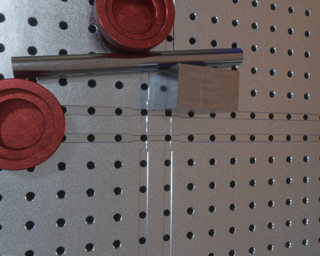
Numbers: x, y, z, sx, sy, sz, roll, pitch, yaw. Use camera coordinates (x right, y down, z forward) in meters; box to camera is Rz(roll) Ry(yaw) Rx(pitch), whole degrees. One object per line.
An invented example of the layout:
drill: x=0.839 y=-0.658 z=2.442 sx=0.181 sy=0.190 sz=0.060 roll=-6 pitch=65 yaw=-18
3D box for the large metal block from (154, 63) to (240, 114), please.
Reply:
large metal block: x=0.044 y=-0.047 z=0.400 sx=0.081 sy=0.080 sz=0.050 roll=3 pitch=89 yaw=-20

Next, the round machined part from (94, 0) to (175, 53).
round machined part: x=-0.034 y=-0.143 z=0.391 sx=0.099 sy=0.042 sz=0.097 roll=0 pitch=90 yaw=-20

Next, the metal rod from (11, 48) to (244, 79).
metal rod: x=-0.025 y=-0.086 z=0.402 sx=0.303 sy=0.025 sz=0.025 roll=-7 pitch=93 yaw=-20

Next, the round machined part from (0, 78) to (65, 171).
round machined part: x=-0.158 y=-0.004 z=0.345 sx=0.099 sy=0.042 sz=0.097 roll=0 pitch=90 yaw=-20
